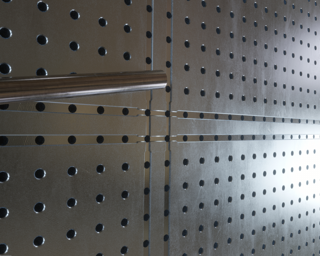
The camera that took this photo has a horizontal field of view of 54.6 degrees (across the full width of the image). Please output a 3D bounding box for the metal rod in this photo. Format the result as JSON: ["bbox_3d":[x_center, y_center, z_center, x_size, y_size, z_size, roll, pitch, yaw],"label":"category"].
[{"bbox_3d":[-0.114,-0.041,0.313,0.302,0.025,0.025,-12,98,-39],"label":"metal rod"}]
